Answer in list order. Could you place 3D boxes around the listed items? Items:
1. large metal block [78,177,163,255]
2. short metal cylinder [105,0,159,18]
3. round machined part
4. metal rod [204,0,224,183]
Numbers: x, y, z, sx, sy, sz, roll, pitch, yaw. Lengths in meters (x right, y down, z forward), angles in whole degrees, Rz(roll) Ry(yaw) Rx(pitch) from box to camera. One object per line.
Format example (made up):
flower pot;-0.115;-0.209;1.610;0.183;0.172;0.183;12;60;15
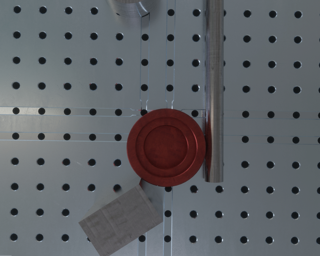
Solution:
large metal block;-0.044;0.105;0.386;0.080;0.080;0.050;-33;90;0
short metal cylinder;-0.038;-0.191;0.400;0.081;0.050;0.079;0;90;-1
round machined part;0.008;0.025;0.404;0.099;0.042;0.097;0;89;-1
metal rod;0.072;-0.078;0.413;0.025;0.025;0.298;0;90;0
